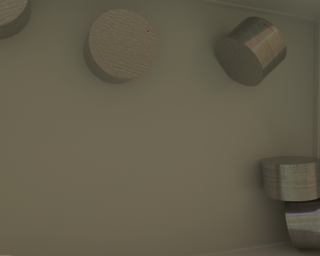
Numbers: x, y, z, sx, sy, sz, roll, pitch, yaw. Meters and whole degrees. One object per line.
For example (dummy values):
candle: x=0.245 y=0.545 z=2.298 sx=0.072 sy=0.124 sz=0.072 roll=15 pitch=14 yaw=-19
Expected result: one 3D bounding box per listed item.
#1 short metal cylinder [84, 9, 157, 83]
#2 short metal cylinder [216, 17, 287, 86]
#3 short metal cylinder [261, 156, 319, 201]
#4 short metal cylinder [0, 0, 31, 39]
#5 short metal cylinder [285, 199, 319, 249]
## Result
short metal cylinder: x=-0.050 y=-0.097 z=0.380 sx=0.081 sy=0.050 sz=0.079 roll=0 pitch=90 yaw=-21
short metal cylinder: x=0.125 y=-0.105 z=0.429 sx=0.050 sy=0.080 sz=0.080 roll=-42 pitch=104 yaw=-15
short metal cylinder: x=0.192 y=0.072 z=0.454 sx=0.081 sy=0.080 sz=0.050 roll=-5 pitch=92 yaw=-20
short metal cylinder: x=-0.182 y=-0.141 z=0.330 sx=0.081 sy=0.050 sz=0.079 roll=0 pitch=90 yaw=-21
short metal cylinder: x=0.223 y=0.137 z=0.461 sx=0.080 sy=0.050 sz=0.080 roll=31 pitch=52 yaw=-51
